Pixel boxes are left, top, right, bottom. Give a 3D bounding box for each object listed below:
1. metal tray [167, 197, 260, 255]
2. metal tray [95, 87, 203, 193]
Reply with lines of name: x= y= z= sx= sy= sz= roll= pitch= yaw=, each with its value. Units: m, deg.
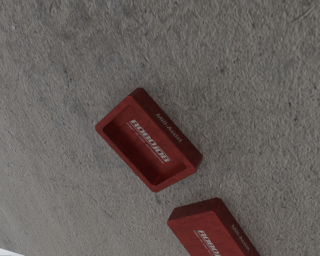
metal tray: x=0.082 y=0.171 z=0.466 sx=0.090 sy=0.030 sz=0.130 roll=-26 pitch=105 yaw=37
metal tray: x=-0.017 y=0.020 z=0.424 sx=0.130 sy=0.030 sz=0.090 roll=48 pitch=129 yaw=-6
